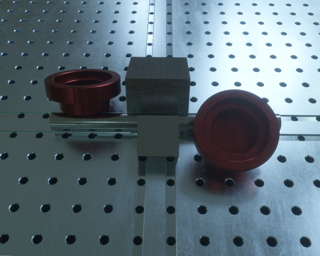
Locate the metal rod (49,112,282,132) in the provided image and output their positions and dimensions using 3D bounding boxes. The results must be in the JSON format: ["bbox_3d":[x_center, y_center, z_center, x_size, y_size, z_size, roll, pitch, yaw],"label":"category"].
[{"bbox_3d":[0.007,-0.008,0.415,0.302,0.025,0.025,0,50,0],"label":"metal rod"}]

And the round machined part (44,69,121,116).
[{"bbox_3d":[-0.102,-0.048,0.420,0.099,0.042,0.098,0,24,0],"label":"round machined part"}]

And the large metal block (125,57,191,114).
[{"bbox_3d":[-0.002,-0.061,0.427,0.081,0.050,0.080,1,32,0],"label":"large metal block"}]

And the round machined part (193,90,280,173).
[{"bbox_3d":[0.089,0.006,0.376,0.099,0.042,0.098,0,75,0],"label":"round machined part"}]

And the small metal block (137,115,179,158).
[{"bbox_3d":[-0.002,0.012,0.385,0.050,0.025,0.050,1,79,0],"label":"small metal block"}]
